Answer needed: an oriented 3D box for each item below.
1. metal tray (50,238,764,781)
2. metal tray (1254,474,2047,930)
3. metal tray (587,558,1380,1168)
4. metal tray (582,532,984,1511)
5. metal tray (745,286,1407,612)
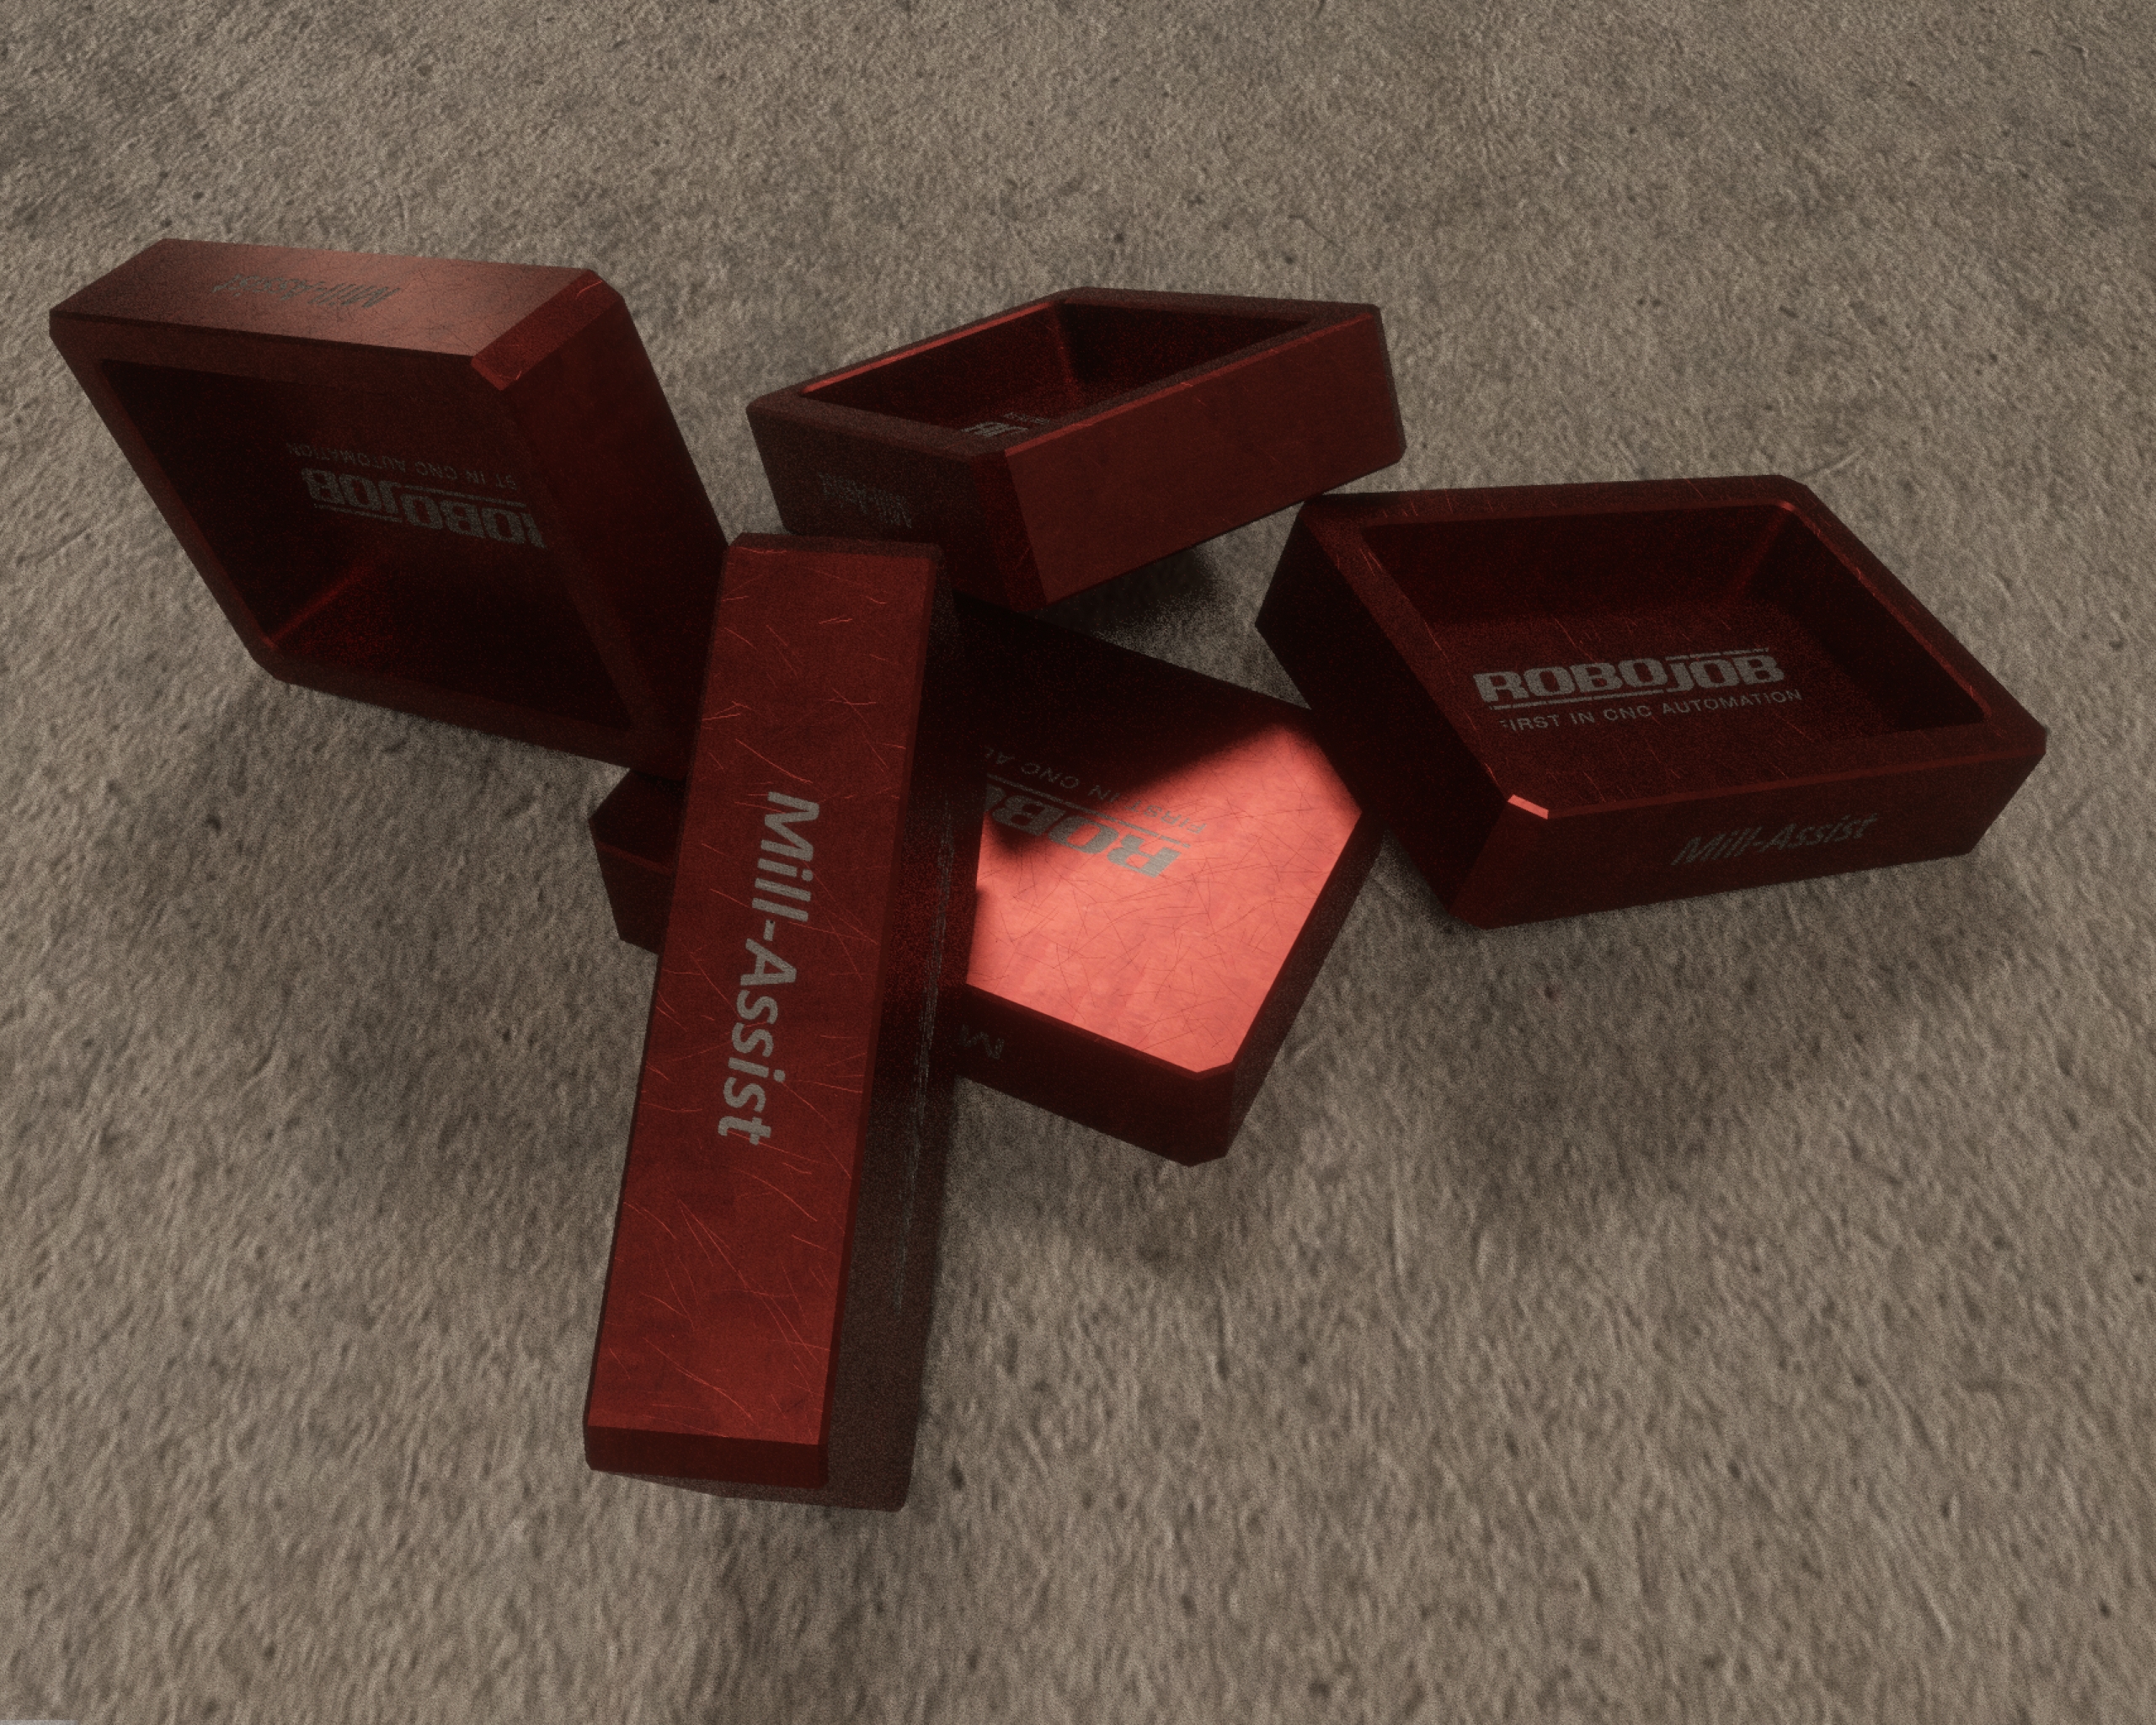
[{"bbox_3d":[-0.127,-0.069,0.399,0.130,0.090,0.030,14,50,32],"label":"metal tray"},{"bbox_3d":[0.112,-0.036,0.412,0.131,0.030,0.090,-7,49,-26],"label":"metal tray"},{"bbox_3d":[-0.015,-0.005,0.405,0.130,0.030,0.090,20,53,15],"label":"metal tray"},{"bbox_3d":[-0.038,0.028,0.313,0.030,0.090,0.130,4,71,4],"label":"metal tray"},{"bbox_3d":[-0.005,-0.092,0.440,0.091,0.030,0.130,-25,26,-20],"label":"metal tray"}]
